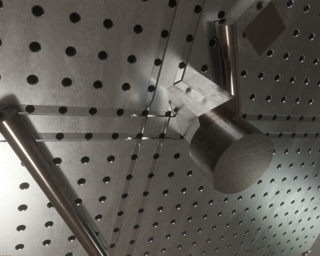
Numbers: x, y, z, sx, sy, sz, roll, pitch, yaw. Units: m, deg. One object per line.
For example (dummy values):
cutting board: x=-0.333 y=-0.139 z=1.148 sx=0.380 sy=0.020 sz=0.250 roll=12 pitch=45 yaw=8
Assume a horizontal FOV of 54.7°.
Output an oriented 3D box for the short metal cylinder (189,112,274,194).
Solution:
short metal cylinder: x=0.081 y=0.028 z=0.355 sx=0.081 sy=0.050 sz=0.079 roll=-14 pitch=125 yaw=-21

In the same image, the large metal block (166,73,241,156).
large metal block: x=0.057 y=-0.014 z=0.400 sx=0.050 sy=0.080 sz=0.080 roll=-28 pitch=128 yaw=-11

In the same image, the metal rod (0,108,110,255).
metal rod: x=-0.124 y=0.101 z=0.406 sx=0.025 sy=0.025 sz=0.298 roll=-26 pitch=128 yaw=-12

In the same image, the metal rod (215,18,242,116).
metal rod: x=0.111 y=-0.013 z=0.465 sx=0.025 sy=0.025 sz=0.298 roll=-25 pitch=128 yaw=-13

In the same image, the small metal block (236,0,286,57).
small metal block: x=0.128 y=-0.131 z=0.403 sx=0.050 sy=0.025 sz=0.050 roll=-47 pitch=130 yaw=4
